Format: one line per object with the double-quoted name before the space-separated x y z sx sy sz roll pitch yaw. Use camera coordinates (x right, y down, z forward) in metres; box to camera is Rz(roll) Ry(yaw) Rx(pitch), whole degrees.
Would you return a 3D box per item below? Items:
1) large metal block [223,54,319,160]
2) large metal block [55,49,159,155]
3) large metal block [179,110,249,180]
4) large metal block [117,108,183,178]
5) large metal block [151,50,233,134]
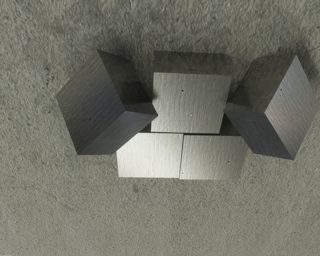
"large metal block" 0.127 -0.023 0.347 0.050 0.080 0.080 8 147 51
"large metal block" -0.061 -0.025 0.341 0.080 0.080 0.050 -39 155 28
"large metal block" 0.067 0.023 0.411 0.081 0.050 0.079 1 130 -2
"large metal block" -0.014 0.020 0.408 0.081 0.050 0.079 1 130 -2
"large metal block" 0.032 -0.041 0.358 0.081 0.050 0.079 2 130 -2
